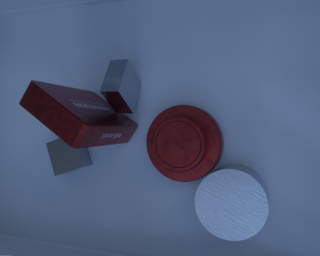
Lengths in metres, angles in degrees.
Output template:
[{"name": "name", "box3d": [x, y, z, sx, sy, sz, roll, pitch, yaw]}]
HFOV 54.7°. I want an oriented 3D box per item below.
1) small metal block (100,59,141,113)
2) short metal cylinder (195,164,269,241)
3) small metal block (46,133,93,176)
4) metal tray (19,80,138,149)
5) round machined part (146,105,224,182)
[{"name": "small metal block", "box3d": [-0.050, -0.053, 0.404, 0.025, 0.050, 0.050, 1, 61, 20]}, {"name": "short metal cylinder", "box3d": [0.086, 0.085, 0.366, 0.080, 0.050, 0.079, 0, 90, 19]}, {"name": "small metal block", "box3d": [-0.134, 0.038, 0.456, 0.050, 0.025, 0.050, -19, 84, 18]}, {"name": "metal tray", "box3d": [-0.093, -0.016, 0.386, 0.090, 0.130, 0.030, 36, 102, 16]}, {"name": "round machined part", "box3d": [0.028, 0.020, 0.391, 0.098, 0.042, 0.097, 0, 90, 19]}]
